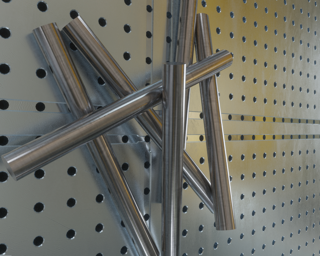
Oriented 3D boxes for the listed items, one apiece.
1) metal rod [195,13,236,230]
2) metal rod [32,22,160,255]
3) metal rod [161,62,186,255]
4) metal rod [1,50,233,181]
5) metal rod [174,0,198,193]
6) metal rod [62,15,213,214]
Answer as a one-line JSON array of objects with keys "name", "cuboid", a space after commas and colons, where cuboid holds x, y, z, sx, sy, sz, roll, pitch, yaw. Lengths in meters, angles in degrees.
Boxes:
[{"name": "metal rod", "cuboid": [0.071, -0.018, 0.424, 0.025, 0.025, 0.299, 7, 73, -40]}, {"name": "metal rod", "cuboid": [-0.064, 0.032, 0.354, 0.025, 0.025, 0.299, -34, 111, -35]}, {"name": "metal rod", "cuboid": [0.015, 0.073, 0.373, 0.025, 0.025, 0.298, -16, 115, -39]}, {"name": "metal rod", "cuboid": [-0.018, -0.031, 0.342, 0.302, 0.025, 0.025, -31, 109, -33]}, {"name": "metal rod", "cuboid": [0.029, -0.043, 0.432, 0.025, 0.025, 0.299, 8, 85, -40]}, {"name": "metal rod", "cuboid": [-0.007, -0.001, 0.380, 0.300, 0.025, 0.025, 52, 60, -20]}]
